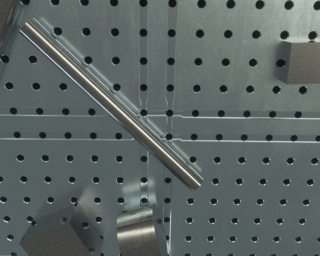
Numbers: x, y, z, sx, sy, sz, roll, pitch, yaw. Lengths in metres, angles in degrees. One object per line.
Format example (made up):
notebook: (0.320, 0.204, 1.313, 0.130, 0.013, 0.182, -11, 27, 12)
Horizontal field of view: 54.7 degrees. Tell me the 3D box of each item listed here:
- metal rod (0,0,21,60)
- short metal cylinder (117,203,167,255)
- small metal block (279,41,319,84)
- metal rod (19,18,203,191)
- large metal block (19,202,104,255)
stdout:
metal rod: (-0.223, -0.063, 0.387, 0.025, 0.025, 0.298, 27, 108, -10)
short metal cylinder: (-0.024, 0.153, 0.440, 0.050, 0.080, 0.080, -15, 110, 5)
small metal block: (0.181, -0.082, 0.385, 0.050, 0.025, 0.050, -1, 110, 0)
metal rod: (-0.052, -0.021, 0.405, 0.025, 0.025, 0.300, -42, 105, 14)
large metal block: (-0.143, 0.170, 0.461, 0.080, 0.050, 0.080, -24, 109, 8)
